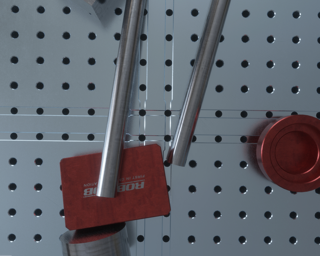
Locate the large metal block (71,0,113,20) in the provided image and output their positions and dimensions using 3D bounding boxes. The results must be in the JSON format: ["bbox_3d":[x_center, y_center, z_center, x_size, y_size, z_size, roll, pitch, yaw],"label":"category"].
[{"bbox_3d":[-0.093,-0.203,0.400,0.080,0.050,0.080,35,90,-1],"label":"large metal block"}]

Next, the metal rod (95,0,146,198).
[{"bbox_3d":[-0.045,-0.065,0.392,0.025,0.025,0.298,8,82,-1],"label":"metal rod"}]

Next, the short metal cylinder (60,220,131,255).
[{"bbox_3d":[-0.079,0.152,0.385,0.081,0.080,0.050,-9,91,0],"label":"short metal cylinder"}]

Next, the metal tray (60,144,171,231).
[{"bbox_3d":[-0.057,0.075,0.401,0.131,0.030,0.090,-9,78,-1],"label":"metal tray"}]

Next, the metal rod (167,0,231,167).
[{"bbox_3d":[0.061,-0.096,0.414,0.025,0.025,0.298,16,90,-1],"label":"metal rod"}]

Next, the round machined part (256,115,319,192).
[{"bbox_3d":[0.176,0.032,0.407,0.099,0.042,0.097,0,90,-1],"label":"round machined part"}]
